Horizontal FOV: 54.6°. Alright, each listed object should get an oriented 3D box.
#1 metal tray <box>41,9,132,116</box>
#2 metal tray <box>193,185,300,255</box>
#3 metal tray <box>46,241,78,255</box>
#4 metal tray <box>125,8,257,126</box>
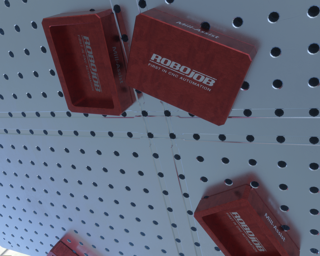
[{"bbox_3d":[-0.093,-0.082,0.406,0.090,0.030,0.129,5,121,25],"label":"metal tray"},{"bbox_3d":[0.121,0.148,0.435,0.090,0.030,0.130,-30,102,38],"label":"metal tray"},{"bbox_3d":[-0.207,0.331,0.722,0.130,0.030,0.090,39,129,1],"label":"metal tray"},{"bbox_3d":[0.029,-0.068,0.351,0.130,0.030,0.089,25,127,12],"label":"metal tray"}]
